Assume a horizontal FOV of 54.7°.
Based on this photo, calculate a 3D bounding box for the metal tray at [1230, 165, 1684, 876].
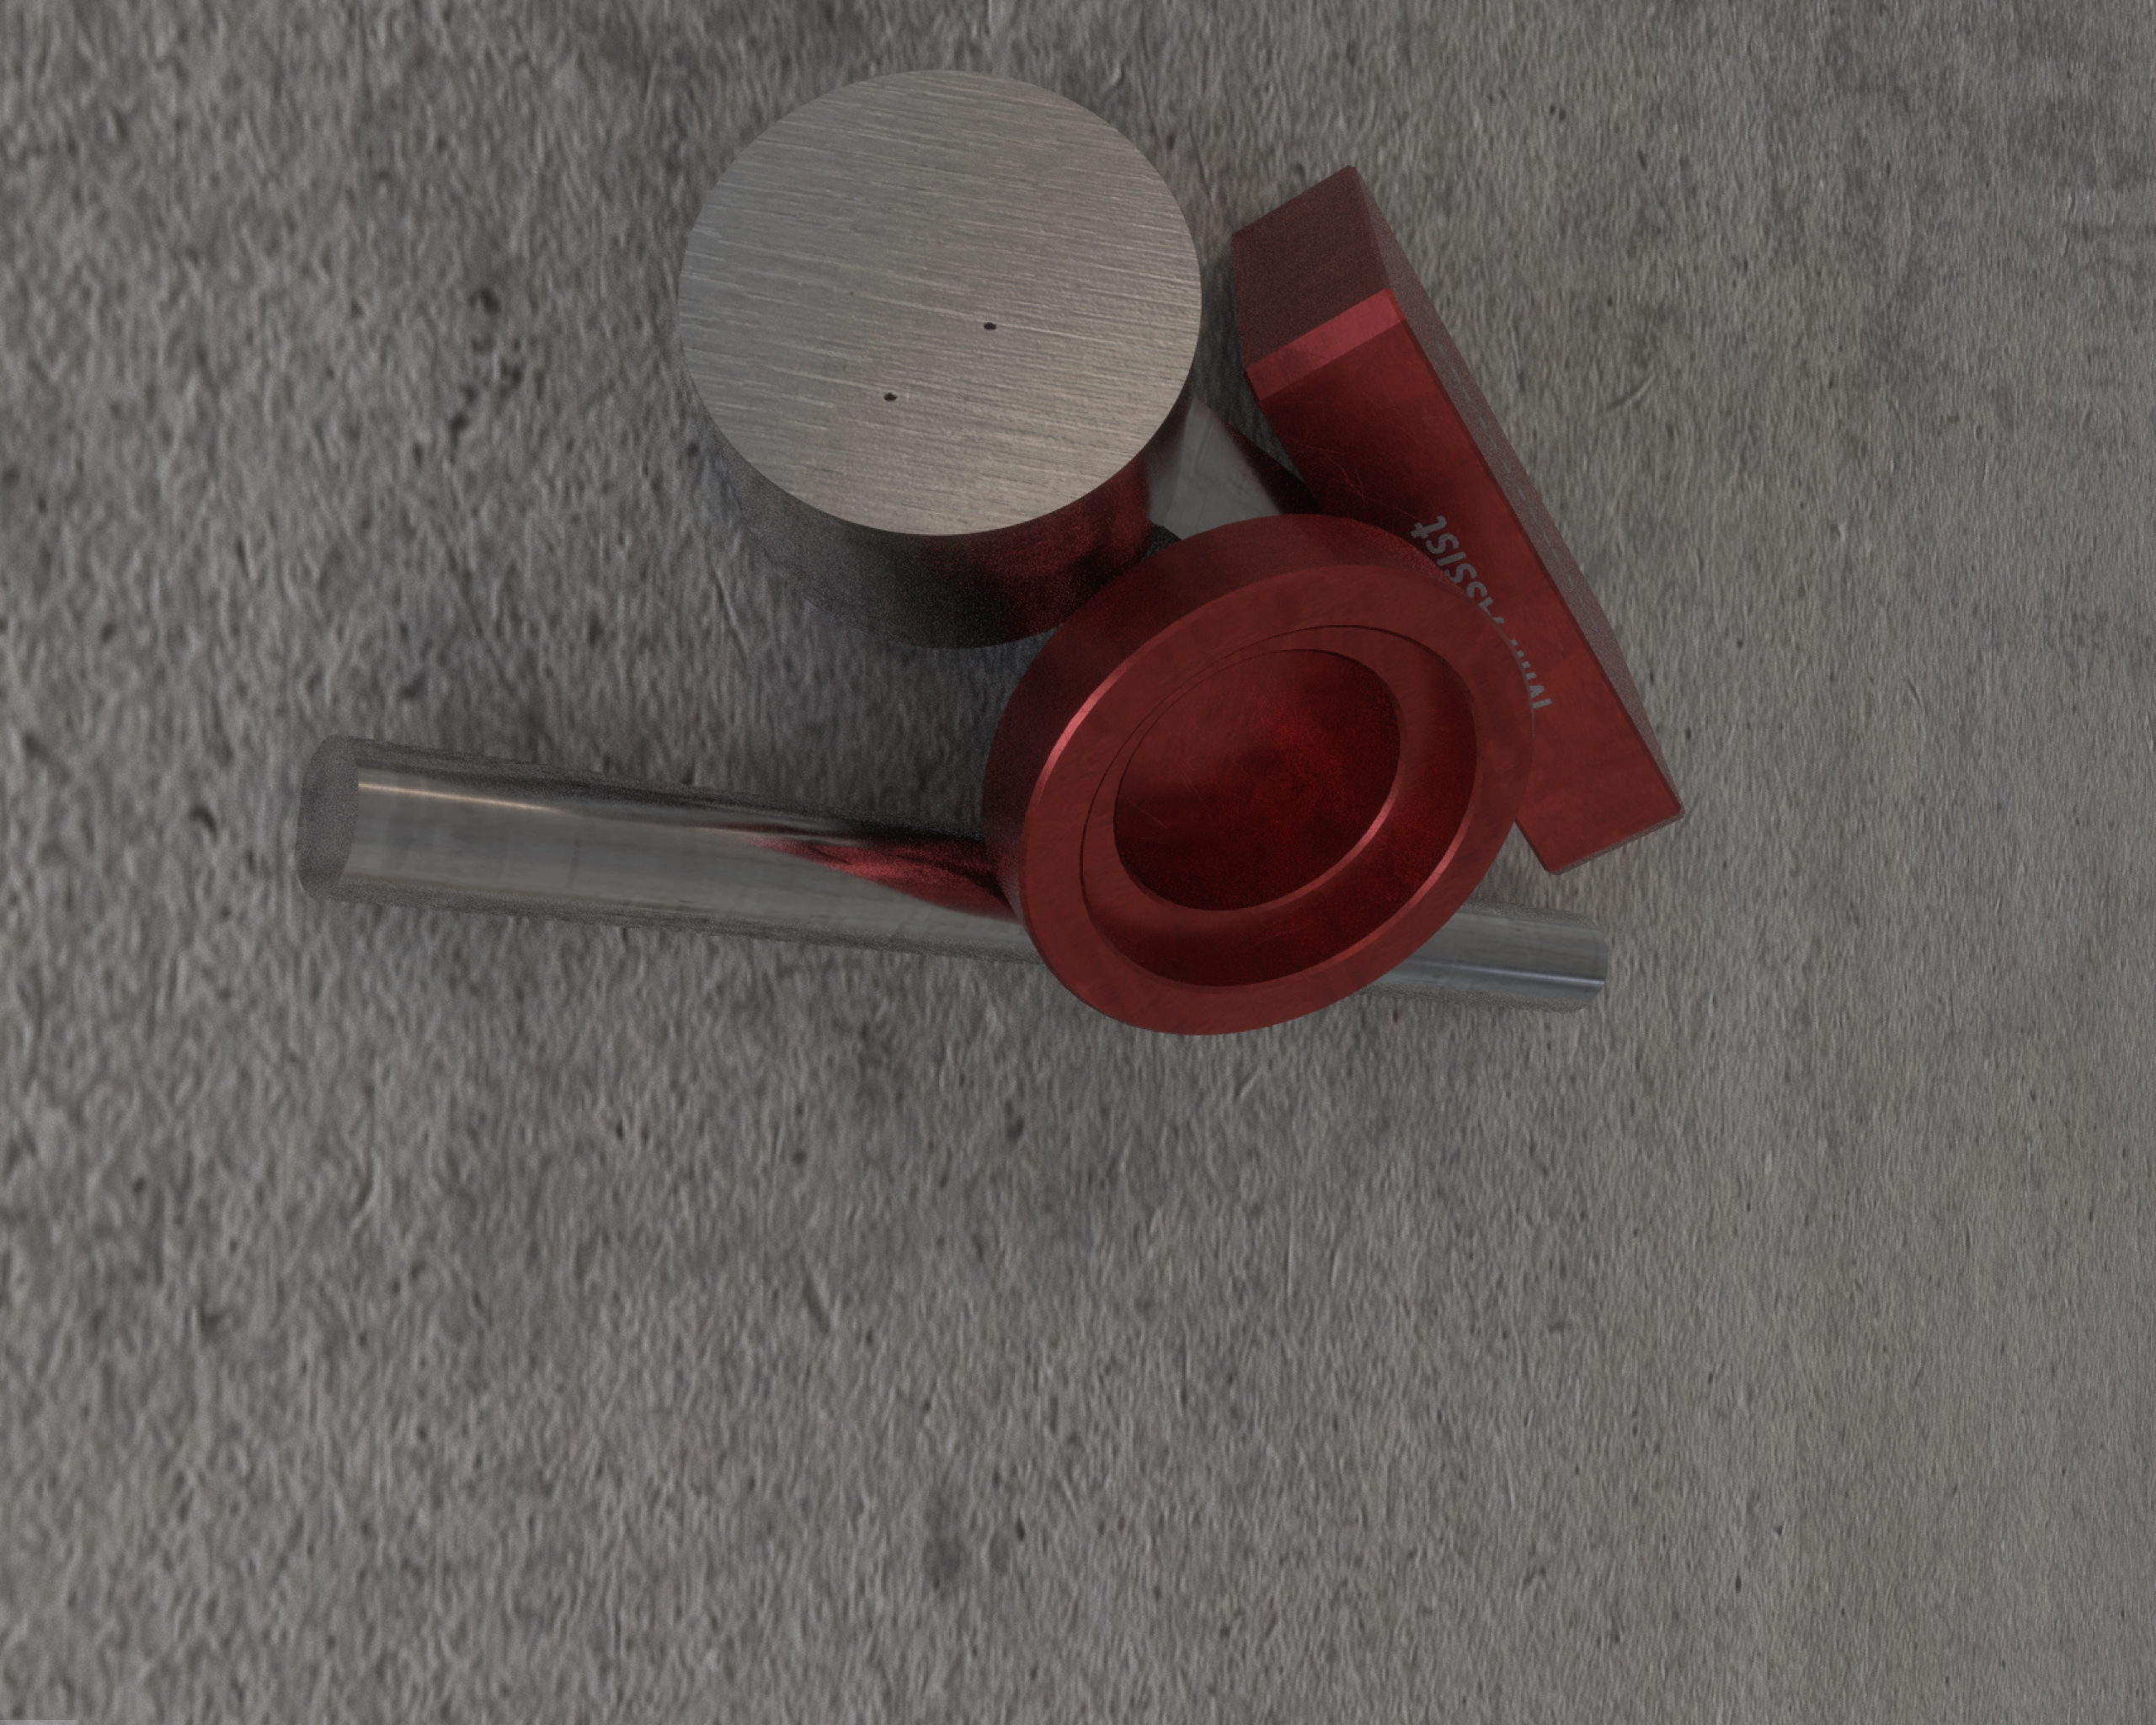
[{"bbox_3d":[0.078,-0.071,0.435,0.130,0.030,0.090,53,21,-27],"label":"metal tray"}]

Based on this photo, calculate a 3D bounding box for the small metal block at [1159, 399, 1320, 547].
[{"bbox_3d":[0.018,-0.062,0.403,0.050,0.050,0.025,30,72,-36],"label":"small metal block"}]

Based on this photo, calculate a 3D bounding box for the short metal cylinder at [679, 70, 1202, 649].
[{"bbox_3d":[-0.021,-0.081,0.346,0.081,0.050,0.080,0,76,-1],"label":"short metal cylinder"}]

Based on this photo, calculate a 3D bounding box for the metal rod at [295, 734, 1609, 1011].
[{"bbox_3d":[0.003,0.009,0.408,0.302,0.025,0.025,8,85,-40],"label":"metal rod"}]

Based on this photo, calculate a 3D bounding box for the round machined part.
[{"bbox_3d":[0.029,-0.019,0.379,0.099,0.042,0.097,-13,129,-16],"label":"round machined part"}]
